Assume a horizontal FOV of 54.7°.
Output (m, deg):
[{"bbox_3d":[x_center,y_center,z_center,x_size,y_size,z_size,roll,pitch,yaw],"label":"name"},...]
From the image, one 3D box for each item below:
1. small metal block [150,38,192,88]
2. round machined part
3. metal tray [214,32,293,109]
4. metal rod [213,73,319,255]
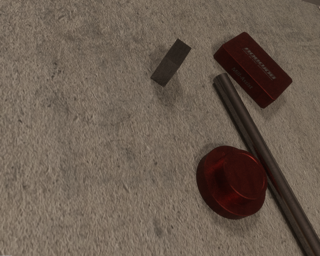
[{"bbox_3d":[0.016,-0.096,0.456,0.025,0.050,0.050,35,51,-6],"label":"small metal block"},{"bbox_3d":[0.101,0.067,0.409,0.099,0.042,0.098,14,56,-21],"label":"round machined part"},{"bbox_3d":[0.170,-0.107,0.560,0.130,0.030,0.091,48,51,5],"label":"metal tray"},{"bbox_3d":[0.156,0.046,0.462,0.025,0.025,0.299,-11,68,-33],"label":"metal rod"}]
